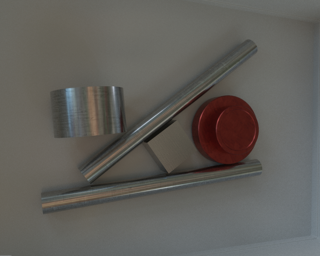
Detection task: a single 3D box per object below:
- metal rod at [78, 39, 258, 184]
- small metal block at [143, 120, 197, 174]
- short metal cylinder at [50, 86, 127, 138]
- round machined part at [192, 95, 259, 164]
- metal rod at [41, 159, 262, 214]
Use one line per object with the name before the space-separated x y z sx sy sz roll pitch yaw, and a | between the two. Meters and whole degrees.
metal rod | 0.022 -0.031 0.418 0.301 0.025 0.025 -38 103 -16
small metal block | 0.013 0.024 0.414 0.050 0.025 0.050 -37 102 -16
short metal cylinder | -0.080 -0.018 0.351 0.081 0.080 0.050 -5 92 -20
round machined part | 0.099 0.002 0.436 0.099 0.042 0.097 0 90 -21
metal rod | 0.004 0.073 0.412 0.303 0.025 0.025 -6 92 -20
